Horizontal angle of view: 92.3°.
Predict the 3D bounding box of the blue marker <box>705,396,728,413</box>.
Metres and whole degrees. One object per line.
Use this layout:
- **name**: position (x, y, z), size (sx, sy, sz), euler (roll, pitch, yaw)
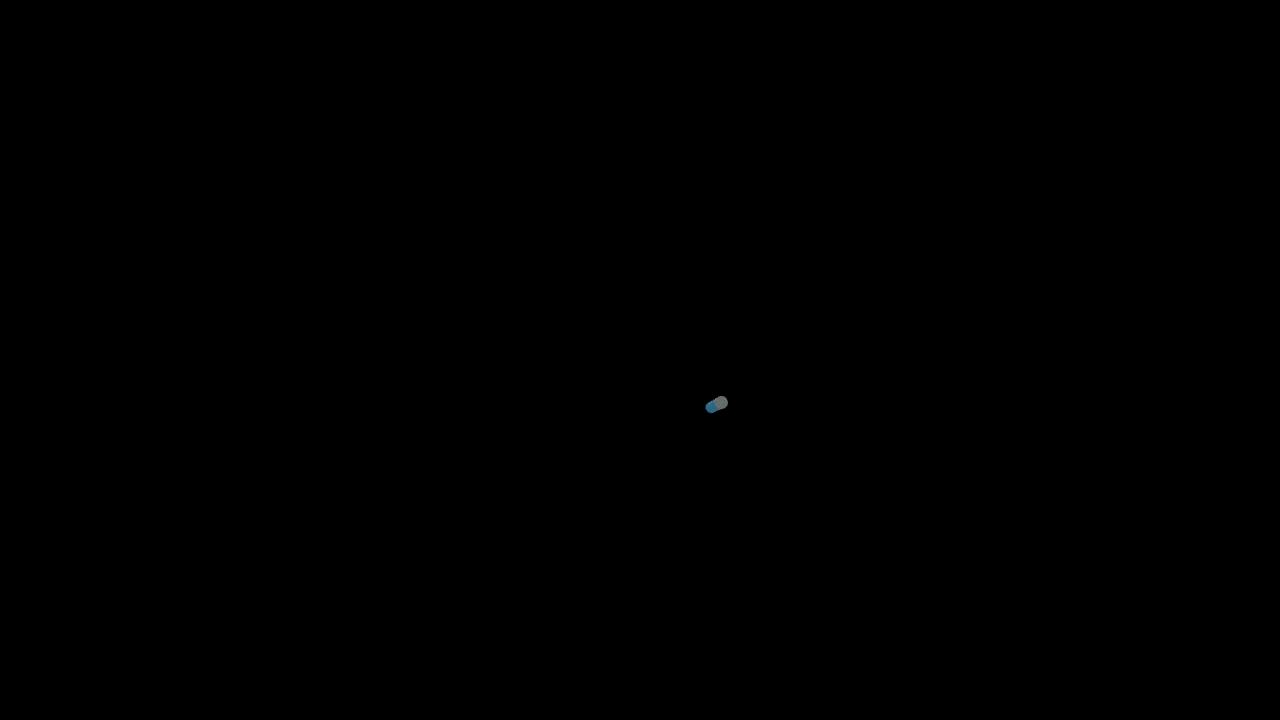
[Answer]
- **blue marker**: position (0.117, 0.070, 0.948), size (0.020, 0.020, 0.121), euler (0, -8, -1)
